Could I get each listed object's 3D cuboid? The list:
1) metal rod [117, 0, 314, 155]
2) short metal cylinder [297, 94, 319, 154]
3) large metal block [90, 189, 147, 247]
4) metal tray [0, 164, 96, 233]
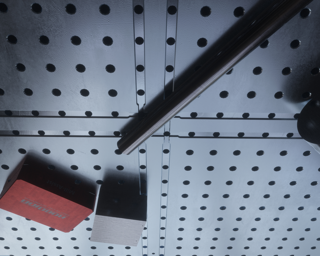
[{"bbox_3d":[0.051,-0.058,0.363,0.025,0.025,0.299,35,122,-26],"label":"metal rod"},{"bbox_3d":[0.219,-0.002,0.377,0.050,0.080,0.080,36,121,-27],"label":"short metal cylinder"},{"bbox_3d":[-0.070,0.153,0.525,0.081,0.050,0.079,11,129,-10],"label":"large metal block"},{"bbox_3d":[-0.184,0.120,0.508,0.130,0.030,0.090,32,123,-25],"label":"metal tray"}]
